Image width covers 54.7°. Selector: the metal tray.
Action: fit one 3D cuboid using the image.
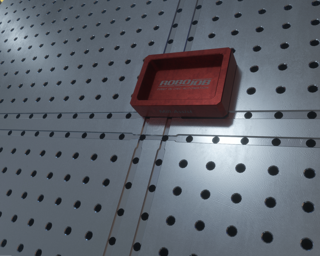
[{"bbox_3d":[0.031,-0.061,0.424,0.130,0.030,0.090,2,62,28],"label":"metal tray"}]
